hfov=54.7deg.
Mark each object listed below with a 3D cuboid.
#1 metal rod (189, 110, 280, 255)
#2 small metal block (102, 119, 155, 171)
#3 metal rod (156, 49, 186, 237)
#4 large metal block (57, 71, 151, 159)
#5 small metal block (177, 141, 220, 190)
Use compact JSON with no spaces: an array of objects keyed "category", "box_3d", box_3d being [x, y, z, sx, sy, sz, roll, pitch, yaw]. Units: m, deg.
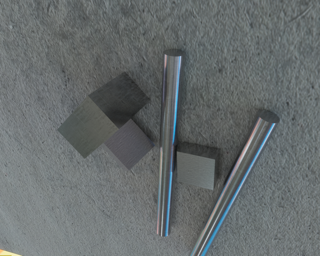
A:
[{"category":"metal rod","box_3d":[0.087,0.104,0.424,0.025,0.025,0.298,24,127,13]},{"category":"small metal block","box_3d":[-0.044,0.023,0.423,0.050,0.050,0.025,49,159,-7]},{"category":"metal rod","box_3d":[0.011,0.041,0.425,0.025,0.025,0.298,15,125,19]},{"category":"large metal block","box_3d":[-0.070,-0.017,0.396,0.050,0.080,0.080,48,129,-6]},{"category":"small metal block","box_3d":[0.051,0.050,0.410,0.050,0.025,0.050,11,123,22]}]
